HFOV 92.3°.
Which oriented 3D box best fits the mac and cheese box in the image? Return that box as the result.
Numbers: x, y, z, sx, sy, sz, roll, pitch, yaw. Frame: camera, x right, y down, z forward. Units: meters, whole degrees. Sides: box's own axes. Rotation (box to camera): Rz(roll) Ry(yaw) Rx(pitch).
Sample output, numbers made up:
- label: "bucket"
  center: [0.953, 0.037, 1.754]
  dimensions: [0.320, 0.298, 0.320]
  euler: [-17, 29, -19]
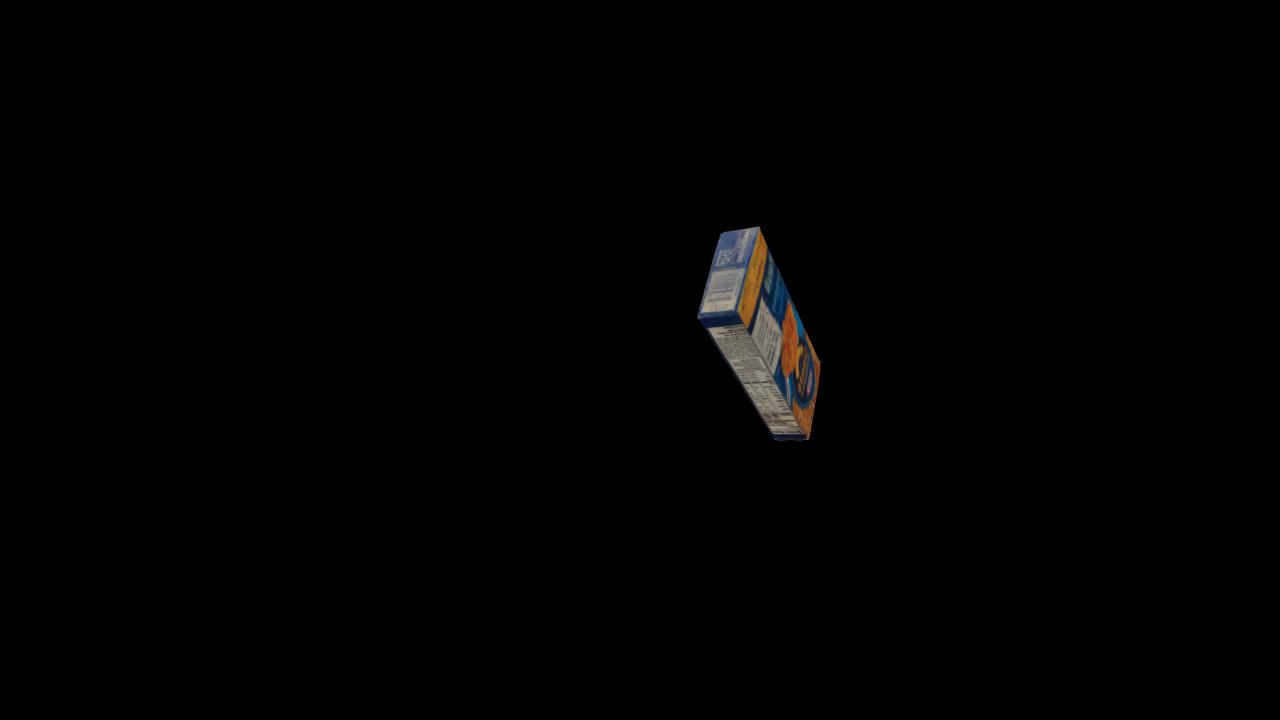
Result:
- label: "mac and cheese box"
  center: [0.110, -0.015, 0.534]
  dimensions: [0.041, 0.093, 0.184]
  euler: [-5, -39, 32]
